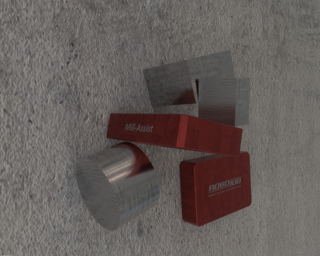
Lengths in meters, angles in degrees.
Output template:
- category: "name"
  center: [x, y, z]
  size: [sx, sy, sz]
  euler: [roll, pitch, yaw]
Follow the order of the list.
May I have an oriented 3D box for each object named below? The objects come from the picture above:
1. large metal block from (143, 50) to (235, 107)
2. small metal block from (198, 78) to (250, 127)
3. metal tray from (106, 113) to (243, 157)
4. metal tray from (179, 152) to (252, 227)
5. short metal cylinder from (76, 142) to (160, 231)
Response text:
- category: "large metal block"
  center: [0.039, -0.064, 0.401]
  size: [0.081, 0.080, 0.050]
  euler: [-22, 104, -38]
- category: "small metal block"
  center: [0.070, -0.030, 0.343]
  size: [0.025, 0.050, 0.050]
  euler: [-8, 101, -41]
- category: "metal tray"
  center: [0.012, 0.007, 0.346]
  size: [0.091, 0.130, 0.030]
  euler: [11, 85, -40]
- category: "metal tray"
  center: [0.089, 0.088, 0.476]
  size: [0.131, 0.030, 0.089]
  euler: [-6, 94, -40]
- category: "short metal cylinder"
  center: [-0.046, 0.060, 0.330]
  size: [0.050, 0.080, 0.080]
  euler: [-22, 104, -38]
